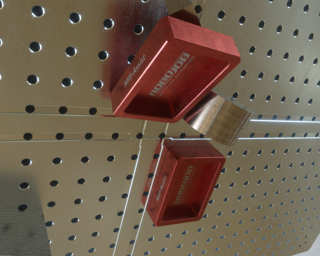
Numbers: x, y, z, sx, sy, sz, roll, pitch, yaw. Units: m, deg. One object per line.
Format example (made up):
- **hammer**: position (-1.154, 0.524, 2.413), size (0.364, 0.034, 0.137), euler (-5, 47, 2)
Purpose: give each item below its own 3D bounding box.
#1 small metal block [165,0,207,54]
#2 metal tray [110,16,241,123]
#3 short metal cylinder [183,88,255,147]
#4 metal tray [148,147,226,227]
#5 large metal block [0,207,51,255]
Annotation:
- **small metal block**: position (0.029, -0.116, 0.337), size (0.025, 0.050, 0.050), euler (-22, 131, 13)
- **metal tray**: position (0.012, -0.054, 0.341), size (0.091, 0.030, 0.129), euler (6, 147, -32)
- **short metal cylinder**: position (0.075, -0.019, 0.407), size (0.081, 0.080, 0.050), euler (18, 109, -36)
- **metal tray**: position (0.041, 0.093, 0.489), size (0.091, 0.030, 0.129), euler (2, 117, -30)
- **large metal block**: position (-0.182, 0.139, 0.363), size (0.081, 0.080, 0.050), euler (16, 110, -35)
